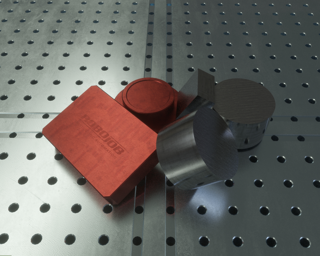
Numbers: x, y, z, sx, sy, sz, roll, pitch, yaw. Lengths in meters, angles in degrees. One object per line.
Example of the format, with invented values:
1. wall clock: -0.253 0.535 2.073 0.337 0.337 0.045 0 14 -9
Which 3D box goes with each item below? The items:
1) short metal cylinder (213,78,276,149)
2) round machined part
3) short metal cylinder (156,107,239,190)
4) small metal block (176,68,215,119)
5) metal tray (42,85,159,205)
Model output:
1. short metal cylinder: 0.102 -0.019 0.404 0.081 0.050 0.080 0 50 0
2. round machined part: -0.015 -0.031 0.417 0.099 0.042 0.098 0 50 0
3. short metal cylinder: 0.042 0.023 0.339 0.050 0.080 0.080 -26 38 37
4. small metal block: 0.045 -0.039 0.395 0.025 0.050 0.050 23 47 -18
5. metal tray: -0.067 0.015 0.371 0.130 0.030 0.090 38 74 27
